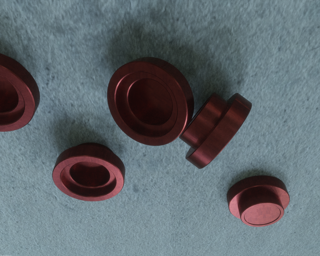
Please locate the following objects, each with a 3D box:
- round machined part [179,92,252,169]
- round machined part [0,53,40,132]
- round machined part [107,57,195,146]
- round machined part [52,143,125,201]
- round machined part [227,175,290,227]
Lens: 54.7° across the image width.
[{"bbox_3d":[0.059,-0.003,0.364,0.042,0.098,0.097,38,124,2],"label":"round machined part"},{"bbox_3d":[-0.188,-0.046,0.354,0.099,0.042,0.097,-1,130,0],"label":"round machined part"},{"bbox_3d":[-0.007,-0.032,0.351,0.098,0.042,0.097,12,119,23],"label":"round machined part"},{"bbox_3d":[-0.099,0.059,0.445,0.099,0.042,0.097,-1,130,0],"label":"round machined part"},{"bbox_3d":[0.162,0.125,0.505,0.099,0.042,0.097,-1,130,0],"label":"round machined part"}]
